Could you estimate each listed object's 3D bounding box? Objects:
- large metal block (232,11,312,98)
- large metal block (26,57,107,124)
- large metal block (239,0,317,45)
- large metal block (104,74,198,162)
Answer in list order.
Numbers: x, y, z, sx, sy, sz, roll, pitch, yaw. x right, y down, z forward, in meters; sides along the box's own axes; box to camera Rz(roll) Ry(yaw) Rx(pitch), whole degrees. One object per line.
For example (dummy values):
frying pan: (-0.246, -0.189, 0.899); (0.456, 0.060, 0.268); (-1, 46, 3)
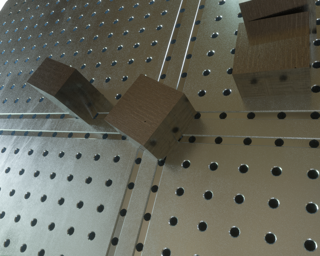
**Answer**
large metal block: (0.137, -0.086, 0.373); (0.080, 0.050, 0.080); (-1, 61, 27)
large metal block: (-0.145, -0.058, 0.486); (0.080, 0.080, 0.050); (25, 76, 37)
large metal block: (0.148, -0.153, 0.389); (0.080, 0.080, 0.050); (-6, 59, 25)
large metal block: (-0.012, -0.015, 0.409); (0.080, 0.050, 0.080); (31, 79, 38)
